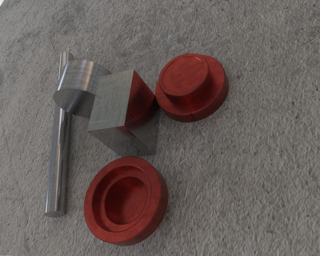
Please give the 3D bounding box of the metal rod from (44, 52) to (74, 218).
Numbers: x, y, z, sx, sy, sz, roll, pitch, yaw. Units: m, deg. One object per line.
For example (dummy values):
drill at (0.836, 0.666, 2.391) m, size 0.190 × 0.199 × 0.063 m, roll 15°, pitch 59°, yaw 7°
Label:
metal rod at (-0.156, -0.009, 0.491) m, size 0.025 × 0.025 × 0.299 m, roll -20°, pitch 54°, yaw 17°

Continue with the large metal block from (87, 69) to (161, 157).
large metal block at (-0.041, -0.016, 0.400) m, size 0.050 × 0.080 × 0.080 m, roll -8°, pitch 58°, yaw 24°

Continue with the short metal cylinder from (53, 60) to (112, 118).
short metal cylinder at (-0.111, -0.056, 0.461) m, size 0.080 × 0.080 × 0.050 m, roll -6°, pitch 59°, yaw 25°

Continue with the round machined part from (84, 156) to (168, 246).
round machined part at (-0.035, 0.086, 0.359) m, size 0.098 × 0.042 × 0.098 m, roll -13°, pitch 56°, yaw 21°

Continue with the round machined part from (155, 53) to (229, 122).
round machined part at (0.037, -0.059, 0.410) m, size 0.098 × 0.042 × 0.098 m, roll -13°, pitch 56°, yaw 21°
